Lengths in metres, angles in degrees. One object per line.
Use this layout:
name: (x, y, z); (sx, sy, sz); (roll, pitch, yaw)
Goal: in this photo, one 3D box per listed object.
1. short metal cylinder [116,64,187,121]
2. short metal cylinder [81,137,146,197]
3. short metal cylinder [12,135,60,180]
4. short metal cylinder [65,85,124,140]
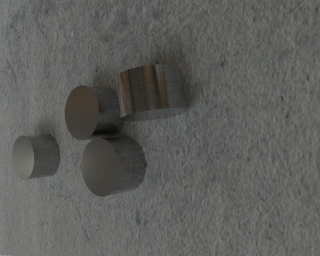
short metal cylinder: (-0.011, -0.040, 0.376); (0.080, 0.081, 0.050); (-13, 82, 39)
short metal cylinder: (-0.067, 0.054, 0.441); (0.080, 0.050, 0.079); (0, 90, 39)
short metal cylinder: (-0.231, 0.053, 0.575); (0.080, 0.050, 0.079); (0, 90, 39)
short metal cylinder: (-0.098, -0.022, 0.467); (0.080, 0.050, 0.079); (0, 90, 39)
